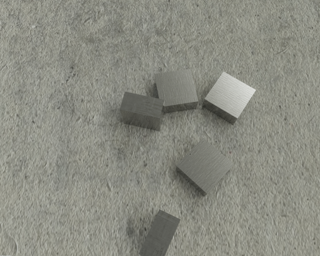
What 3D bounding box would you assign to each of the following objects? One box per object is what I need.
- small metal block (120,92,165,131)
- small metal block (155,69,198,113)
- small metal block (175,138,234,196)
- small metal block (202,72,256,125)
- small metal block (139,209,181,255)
[{"bbox_3d":[-0.022,-0.020,0.402,0.050,0.050,0.025,12,71,4],"label":"small metal block"},{"bbox_3d":[0.021,-0.050,0.426,0.050,0.025,0.050,-9,70,-4],"label":"small metal block"},{"bbox_3d":[0.055,0.049,0.390,0.050,0.025,0.050,42,75,13],"label":"small metal block"},{"bbox_3d":[0.094,-0.041,0.423,0.050,0.025,0.050,33,73,11],"label":"small metal block"},{"bbox_3d":[0.000,0.123,0.350,0.025,0.050,0.050,24,72,8],"label":"small metal block"}]
